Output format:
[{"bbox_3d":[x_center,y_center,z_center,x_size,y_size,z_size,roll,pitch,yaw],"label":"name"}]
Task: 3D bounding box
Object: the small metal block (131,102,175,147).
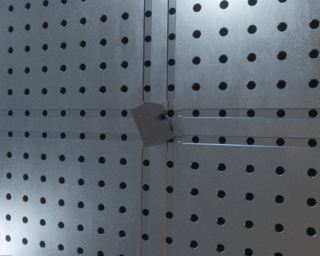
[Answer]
[{"bbox_3d":[-0.008,-0.004,0.402,0.025,0.050,0.050,-24,83,18],"label":"small metal block"}]
